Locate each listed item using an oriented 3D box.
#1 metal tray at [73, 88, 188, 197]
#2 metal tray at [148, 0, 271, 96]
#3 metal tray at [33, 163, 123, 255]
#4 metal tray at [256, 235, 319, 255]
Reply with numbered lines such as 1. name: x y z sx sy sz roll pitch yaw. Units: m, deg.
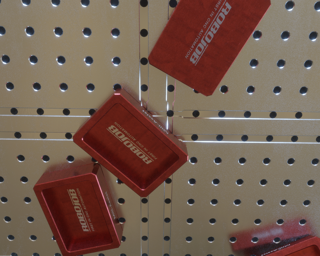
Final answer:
1. metal tray: -0.037 0.022 0.418 0.130 0.030 0.090 43 104 -14
2. metal tray: 0.055 -0.115 0.369 0.090 0.030 0.129 28 108 -10
3. metal tray: -0.116 0.123 0.454 0.090 0.030 0.129 -13 110 4
4. metal tray: 0.194 0.227 0.463 0.130 0.030 0.090 -22 73 1
